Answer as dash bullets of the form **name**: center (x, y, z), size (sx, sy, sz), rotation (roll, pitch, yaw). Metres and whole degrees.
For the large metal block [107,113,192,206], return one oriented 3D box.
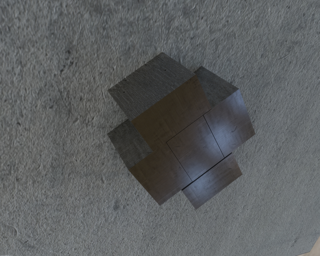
- **large metal block**: center (-0.014, 0.037, 0.390), size (0.050, 0.080, 0.080), rotation (-37, 130, -4)

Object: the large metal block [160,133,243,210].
- **large metal block**: center (0.054, 0.052, 0.437), size (0.080, 0.080, 0.050), rotation (-36, 130, -5)

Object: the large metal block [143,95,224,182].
- **large metal block**: center (0.027, 0.008, 0.394), size (0.050, 0.080, 0.080), rotation (-37, 130, -4)

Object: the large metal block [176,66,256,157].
- **large metal block**: center (0.068, -0.022, 0.399), size (0.050, 0.080, 0.080), rotation (-37, 130, -4)

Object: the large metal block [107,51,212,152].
- **large metal block**: center (-0.003, -0.033, 0.353), size (0.080, 0.080, 0.050), rotation (-36, 130, -5)
